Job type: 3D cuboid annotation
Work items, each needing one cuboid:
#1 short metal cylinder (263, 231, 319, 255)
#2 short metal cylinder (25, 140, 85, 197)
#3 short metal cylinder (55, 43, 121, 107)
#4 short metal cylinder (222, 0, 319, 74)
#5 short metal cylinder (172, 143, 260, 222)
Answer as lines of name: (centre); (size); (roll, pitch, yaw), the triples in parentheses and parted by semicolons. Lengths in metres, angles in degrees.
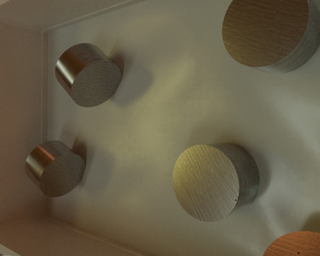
short metal cylinder: (0.127, 0.135, 0.259); (0.080, 0.050, 0.080); (-12, 47, 13)
short metal cylinder: (-0.173, 0.067, 0.514); (0.050, 0.081, 0.079); (29, 108, 36)
short metal cylinder: (-0.106, -0.077, 0.458); (0.050, 0.081, 0.080); (46, 118, 30)
short metal cylinder: (0.109, -0.096, 0.301); (0.080, 0.050, 0.080); (0, 90, 40)
short metal cylinder: (0.061, 0.057, 0.340); (0.080, 0.050, 0.080); (0, 90, 40)
